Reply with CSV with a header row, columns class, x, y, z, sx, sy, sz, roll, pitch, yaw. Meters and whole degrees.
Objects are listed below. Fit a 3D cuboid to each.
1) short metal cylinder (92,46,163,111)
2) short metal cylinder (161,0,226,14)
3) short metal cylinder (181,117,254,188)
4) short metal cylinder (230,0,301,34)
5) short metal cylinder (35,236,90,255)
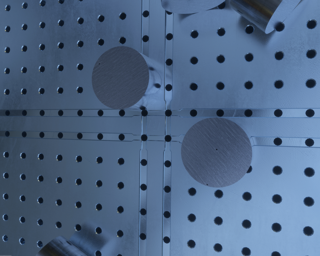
class,x,y,z,sx,sy,sz,roll,pitch,yaw
short metal cylinder,-0.042,-0.063,0.413,0.080,0.050,0.079,0,90,19
short metal cylinder,0.039,-0.177,0.369,0.080,0.080,0.050,-7,88,19
short metal cylinder,0.071,0.028,0.374,0.080,0.050,0.079,0,90,19
short metal cylinder,0.124,-0.152,0.340,0.050,0.080,0.080,43,103,14
short metal cylinder,-0.142,0.200,0.432,0.050,0.080,0.080,30,100,17
